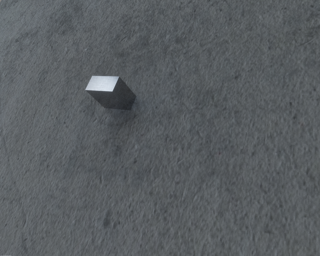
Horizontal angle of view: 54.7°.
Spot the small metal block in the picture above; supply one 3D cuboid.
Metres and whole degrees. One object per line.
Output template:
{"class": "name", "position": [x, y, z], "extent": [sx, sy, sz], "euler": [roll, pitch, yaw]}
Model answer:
{"class": "small metal block", "position": [-0.071, -0.051, 0.455], "extent": [0.050, 0.050, 0.025], "euler": [7, 65, 31]}
